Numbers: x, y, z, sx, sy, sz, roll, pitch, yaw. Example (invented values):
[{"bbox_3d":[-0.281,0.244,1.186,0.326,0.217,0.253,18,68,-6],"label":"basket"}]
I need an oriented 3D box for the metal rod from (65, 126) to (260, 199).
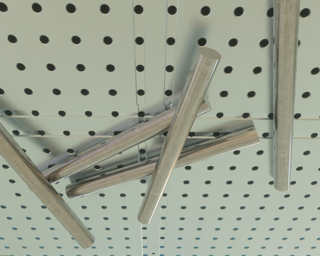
[{"bbox_3d":[-0.006,0.055,0.458,0.301,0.025,0.025,-19,128,14],"label":"metal rod"}]

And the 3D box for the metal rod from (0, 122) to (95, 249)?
[{"bbox_3d":[-0.179,0.071,0.440,0.025,0.025,0.299,-19,119,15],"label":"metal rod"}]

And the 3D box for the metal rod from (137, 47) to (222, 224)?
[{"bbox_3d":[0.013,0.034,0.406,0.025,0.025,0.298,11,129,-10],"label":"metal rod"}]

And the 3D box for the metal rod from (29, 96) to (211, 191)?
[{"bbox_3d":[-0.069,0.028,0.434,0.300,0.025,0.025,-25,126,19],"label":"metal rod"}]

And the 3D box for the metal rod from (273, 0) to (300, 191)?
[{"bbox_3d":[0.159,-0.020,0.397,0.025,0.025,0.299,-11,130,8],"label":"metal rod"}]
